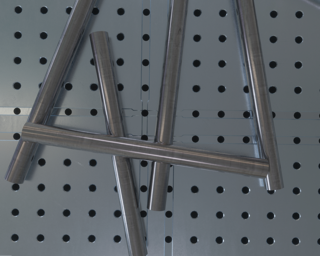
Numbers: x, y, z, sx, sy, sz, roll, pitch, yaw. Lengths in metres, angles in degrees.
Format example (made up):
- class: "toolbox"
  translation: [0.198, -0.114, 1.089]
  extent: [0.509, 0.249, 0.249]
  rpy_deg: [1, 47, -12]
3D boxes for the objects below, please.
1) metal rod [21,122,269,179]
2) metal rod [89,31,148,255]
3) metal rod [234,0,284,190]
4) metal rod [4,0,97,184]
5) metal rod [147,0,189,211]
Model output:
- class: "metal rod"
  translation: [-0.018, 0.028, 0.387]
  extent: [0.302, 0.025, 0.025]
  rpy_deg: [9, 90, 0]
- class: "metal rod"
  translation: [-0.055, 0.022, 0.413]
  extent: [0.025, 0.025, 0.299]
  rpy_deg: [-10, 90, 0]
- class: "metal rod"
  translation: [0.129, -0.067, 0.414]
  extent: [0.025, 0.025, 0.298]
  rpy_deg: [-9, 90, 0]
- class: "metal rod"
  translation: [-0.138, -0.069, 0.412]
  extent: [0.025, 0.025, 0.299]
  rpy_deg: [22, 90, 0]
- class: "metal rod"
  translation: [0.011, -0.041, 0.413]
  extent: [0.025, 0.025, 0.298]
  rpy_deg: [6, 90, 0]
